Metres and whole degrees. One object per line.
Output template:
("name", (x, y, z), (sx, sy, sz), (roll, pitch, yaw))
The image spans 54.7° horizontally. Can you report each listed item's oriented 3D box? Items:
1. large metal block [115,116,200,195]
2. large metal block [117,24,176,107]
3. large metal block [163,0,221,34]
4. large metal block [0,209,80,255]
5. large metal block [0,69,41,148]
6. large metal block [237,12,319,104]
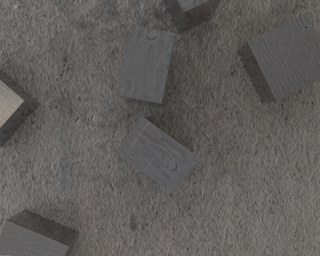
("large metal block", (-0.003, 0.030, 0.382), (0.080, 0.080, 0.050), (36, 90, 0))
("large metal block", (-0.015, -0.071, 0.382), (0.050, 0.080, 0.080), (11, 90, 0))
("large metal block", (0.031, -0.174, 0.382), (0.050, 0.080, 0.080), (-26, 90, 0))
("large metal block", (-0.162, 0.163, 0.396), (0.080, 0.050, 0.080), (23, 90, 0))
("large metal block", (-0.219, -0.029, 0.396), (0.080, 0.050, 0.080), (41, 90, 0))
("large metal block", (0.159, -0.086, 0.398), (0.080, 0.050, 0.080), (-26, 90, 0))
